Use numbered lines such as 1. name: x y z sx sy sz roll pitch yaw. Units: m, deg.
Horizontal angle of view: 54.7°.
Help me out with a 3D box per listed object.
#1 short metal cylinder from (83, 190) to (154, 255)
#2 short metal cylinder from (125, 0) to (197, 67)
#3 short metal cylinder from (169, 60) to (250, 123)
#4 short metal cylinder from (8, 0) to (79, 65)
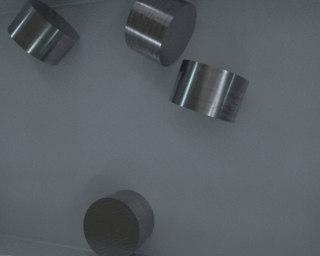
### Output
1. short metal cylinder: -0.054 0.128 0.416 0.080 0.050 0.080 0 90 20
2. short metal cylinder: 0.002 -0.123 0.380 0.050 0.080 0.080 31 100 17
3. short metal cylinder: 0.056 -0.042 0.361 0.080 0.080 0.050 21 97 18
4. short metal cylinder: -0.163 -0.135 0.439 0.050 0.080 0.080 -45 76 15
